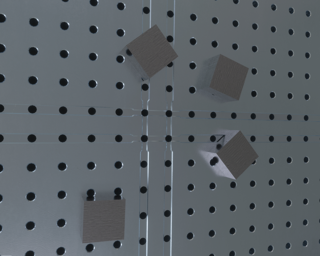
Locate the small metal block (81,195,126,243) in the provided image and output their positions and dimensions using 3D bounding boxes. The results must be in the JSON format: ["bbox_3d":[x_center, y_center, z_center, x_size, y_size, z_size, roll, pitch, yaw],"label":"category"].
[{"bbox_3d":[-0.071,0.112,0.386,0.050,0.025,0.050,2,89,-20],"label":"small metal block"}]

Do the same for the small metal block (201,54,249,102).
[{"bbox_3d":[0.093,-0.071,0.447,0.050,0.025,0.050,21,83,-19],"label":"small metal block"}]

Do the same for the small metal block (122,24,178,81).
[{"bbox_3d":[-0.013,-0.098,0.407,0.050,0.025,0.050,-40,103,-16],"label":"small metal block"}]

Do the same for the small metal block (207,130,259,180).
[{"bbox_3d":[0.107,0.038,0.452,0.050,0.025,0.050,-41,103,-15],"label":"small metal block"}]
